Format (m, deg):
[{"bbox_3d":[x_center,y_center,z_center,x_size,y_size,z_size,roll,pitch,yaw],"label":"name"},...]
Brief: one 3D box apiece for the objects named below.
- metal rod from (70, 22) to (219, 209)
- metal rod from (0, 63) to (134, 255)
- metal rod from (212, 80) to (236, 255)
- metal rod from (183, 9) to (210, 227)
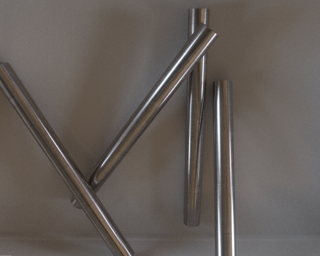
[{"bbox_3d":[-0.031,-0.001,0.395,0.025,0.025,0.299,34,112,-12],"label":"metal rod"},{"bbox_3d":[-0.122,0.052,0.405,0.025,0.025,0.299,-29,99,10],"label":"metal rod"},{"bbox_3d":[0.079,0.091,0.377,0.025,0.025,0.298,0,84,-1],"label":"metal rod"},{"bbox_3d":[0.047,0.001,0.412,0.025,0.025,0.298,-1,110,0],"label":"metal rod"}]
